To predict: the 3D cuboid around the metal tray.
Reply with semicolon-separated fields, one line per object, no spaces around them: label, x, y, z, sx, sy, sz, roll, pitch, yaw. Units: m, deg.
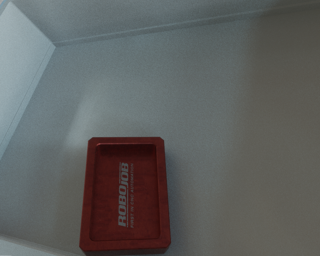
metal tray;-0.038;0.073;0.350;0.091;0.030;0.130;0;57;-6
